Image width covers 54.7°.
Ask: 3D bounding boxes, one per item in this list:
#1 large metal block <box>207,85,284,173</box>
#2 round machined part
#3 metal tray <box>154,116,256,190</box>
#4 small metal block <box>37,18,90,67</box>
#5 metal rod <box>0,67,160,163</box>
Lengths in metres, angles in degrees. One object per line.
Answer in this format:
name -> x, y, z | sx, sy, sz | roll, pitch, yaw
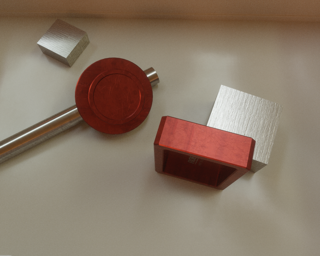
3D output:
large metal block -> 0.101, 0.002, 0.397 | 0.080, 0.050, 0.080 | 20, 71, 6
round machined part -> -0.057, -0.040, 0.392 | 0.099, 0.042, 0.097 | -2, 98, -15
metal tray -> 0.041, 0.033, 0.342 | 0.090, 0.130, 0.030 | 15, 71, 5
small metal block -> -0.140, -0.125, 0.454 | 0.050, 0.025, 0.050 | 28, 72, 9
metal rod -> -0.138, -0.005, 0.409 | 0.302, 0.025, 0.025 | -28, 73, -10
